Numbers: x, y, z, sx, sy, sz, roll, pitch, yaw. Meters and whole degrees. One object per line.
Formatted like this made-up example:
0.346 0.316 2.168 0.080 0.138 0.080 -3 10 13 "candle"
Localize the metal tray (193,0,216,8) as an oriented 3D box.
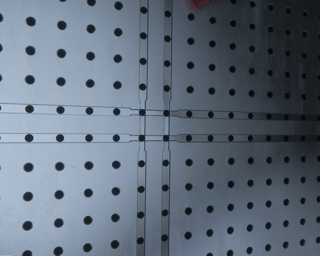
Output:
0.064 -0.249 0.435 0.090 0.030 0.130 -33 101 -17 "metal tray"
